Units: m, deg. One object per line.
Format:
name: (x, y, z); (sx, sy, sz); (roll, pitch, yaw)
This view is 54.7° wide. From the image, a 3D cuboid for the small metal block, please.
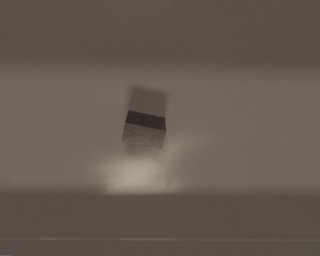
small metal block: (-0.020, 0.001, 0.398); (0.050, 0.050, 0.025); (12, 110, -5)
